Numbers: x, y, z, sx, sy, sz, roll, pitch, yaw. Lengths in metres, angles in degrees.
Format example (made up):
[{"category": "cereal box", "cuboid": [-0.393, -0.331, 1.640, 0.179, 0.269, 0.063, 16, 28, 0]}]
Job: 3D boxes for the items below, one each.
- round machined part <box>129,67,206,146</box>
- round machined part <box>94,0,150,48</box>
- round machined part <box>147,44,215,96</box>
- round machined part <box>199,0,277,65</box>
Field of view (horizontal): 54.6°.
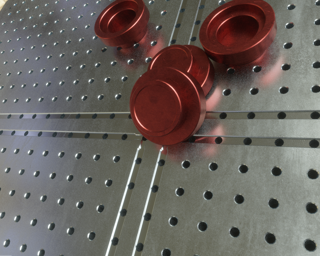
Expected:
[{"category": "round machined part", "cuboid": [0.003, -0.026, 0.381, 0.098, 0.042, 0.097, 5, 101, 27]}, {"category": "round machined part", "cuboid": [-0.061, -0.179, 0.541, 0.098, 0.042, 0.098, -13, 56, 21]}, {"category": "round machined part", "cuboid": [0.022, -0.075, 0.427, 0.098, 0.042, 0.098, -14, 60, 25]}, {"category": "round machined part", "cuboid": [0.106, -0.124, 0.418, 0.098, 0.042, 0.098, -13, 56, 21]}]
